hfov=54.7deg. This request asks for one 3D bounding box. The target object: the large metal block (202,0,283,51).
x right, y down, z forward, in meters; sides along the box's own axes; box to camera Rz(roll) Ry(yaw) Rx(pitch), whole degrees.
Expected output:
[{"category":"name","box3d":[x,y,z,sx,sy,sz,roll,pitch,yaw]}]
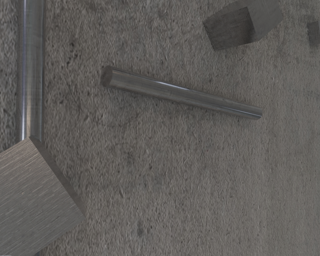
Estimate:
[{"category":"large metal block","box3d":[0.127,-0.165,0.475,0.080,0.080,0.050,-41,116,-32]}]

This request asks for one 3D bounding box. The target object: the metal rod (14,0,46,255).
[{"category":"metal rod","box3d":[-0.125,0.011,0.299,0.025,0.025,0.298,1,89,-40]}]

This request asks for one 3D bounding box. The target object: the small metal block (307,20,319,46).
[{"category":"small metal block","box3d":[0.362,-0.219,0.707,0.050,0.025,0.050,-22,104,-38]}]

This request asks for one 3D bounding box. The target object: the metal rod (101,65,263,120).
[{"category":"metal rod","box3d":[0.054,-0.043,0.449,0.302,0.025,0.025,8,85,-40]}]

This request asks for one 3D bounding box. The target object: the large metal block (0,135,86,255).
[{"category":"large metal block","box3d":[-0.120,0.062,0.261,0.080,0.050,0.080,-34,98,-13]}]
